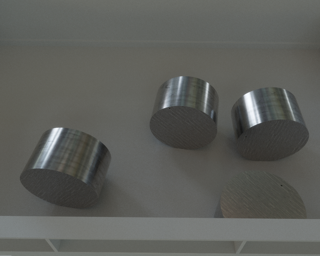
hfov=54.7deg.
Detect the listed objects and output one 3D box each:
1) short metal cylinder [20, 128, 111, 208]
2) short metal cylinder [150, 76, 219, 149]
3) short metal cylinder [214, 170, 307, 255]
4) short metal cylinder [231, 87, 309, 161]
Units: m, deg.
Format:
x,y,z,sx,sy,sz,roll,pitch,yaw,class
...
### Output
x,y,z,sx,sy,sz,roll,pitch,yaw,class
-0.098,0.044,0.331,0.080,0.080,0.050,8,51,6,short metal cylinder
0.031,-0.017,0.384,0.080,0.080,0.050,7,51,6,short metal cylinder
0.098,0.090,0.314,0.081,0.050,0.080,0,50,0,short metal cylinder
0.130,-0.003,0.373,0.081,0.080,0.050,1,50,0,short metal cylinder
